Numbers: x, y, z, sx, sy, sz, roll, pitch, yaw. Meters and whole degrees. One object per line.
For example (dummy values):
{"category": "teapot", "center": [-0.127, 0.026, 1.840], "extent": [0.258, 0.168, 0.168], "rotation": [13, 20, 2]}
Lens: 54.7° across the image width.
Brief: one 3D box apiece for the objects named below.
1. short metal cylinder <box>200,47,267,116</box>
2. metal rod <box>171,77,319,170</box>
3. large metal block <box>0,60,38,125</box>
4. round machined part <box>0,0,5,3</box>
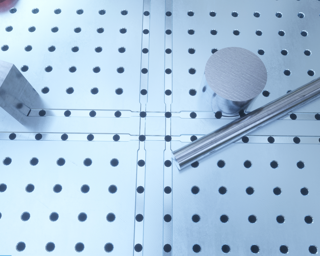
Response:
{"category": "short metal cylinder", "center": [0.098, -0.062, 0.423], "extent": [0.081, 0.050, 0.080], "rotation": [0, 70, 0]}
{"category": "metal rod", "center": [0.153, -0.023, 0.422], "extent": [0.302, 0.025, 0.025], "rotation": [-26, 72, -10]}
{"category": "large metal block", "center": [-0.219, -0.052, 0.399], "extent": [0.080, 0.080, 0.050], "rotation": [17, 71, 6]}
{"category": "round machined part", "center": [-0.280, -0.246, 0.489], "extent": [0.099, 0.042, 0.098], "rotation": [0, 70, -1]}
